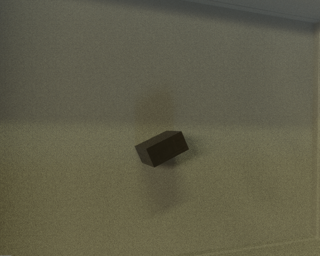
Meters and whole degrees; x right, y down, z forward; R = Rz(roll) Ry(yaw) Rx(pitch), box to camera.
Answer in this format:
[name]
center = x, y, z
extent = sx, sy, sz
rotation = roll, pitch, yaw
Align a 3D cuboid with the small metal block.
[small metal block]
center = 0.001, 0.025, 0.399
extent = 0.050, 0.050, 0.025
rotation = -26, 99, -18
